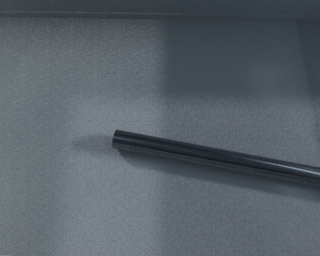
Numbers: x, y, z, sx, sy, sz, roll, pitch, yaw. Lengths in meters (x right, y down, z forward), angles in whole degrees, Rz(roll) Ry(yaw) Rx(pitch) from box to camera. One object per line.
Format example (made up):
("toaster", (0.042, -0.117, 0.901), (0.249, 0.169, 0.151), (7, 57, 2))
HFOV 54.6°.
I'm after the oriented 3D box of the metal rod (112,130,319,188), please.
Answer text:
("metal rod", (0.089, 0.041, 0.395), (0.301, 0.025, 0.025), (10, 70, 4))
